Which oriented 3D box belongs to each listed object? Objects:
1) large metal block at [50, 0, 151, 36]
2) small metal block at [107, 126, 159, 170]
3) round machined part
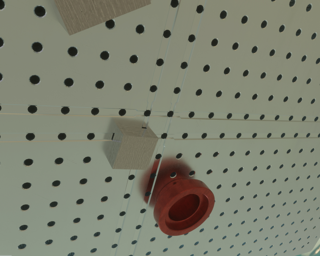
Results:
[{"bbox_3d":[-0.064,-0.140,0.273,0.080,0.050,0.080,-26,128,-12],"label":"large metal block"},{"bbox_3d":[-0.036,0.027,0.408,0.050,0.025,0.050,6,115,-31],"label":"small metal block"},{"bbox_3d":[0.034,0.120,0.493,0.099,0.042,0.097,-14,124,-21],"label":"round machined part"}]
